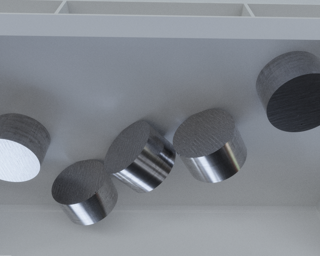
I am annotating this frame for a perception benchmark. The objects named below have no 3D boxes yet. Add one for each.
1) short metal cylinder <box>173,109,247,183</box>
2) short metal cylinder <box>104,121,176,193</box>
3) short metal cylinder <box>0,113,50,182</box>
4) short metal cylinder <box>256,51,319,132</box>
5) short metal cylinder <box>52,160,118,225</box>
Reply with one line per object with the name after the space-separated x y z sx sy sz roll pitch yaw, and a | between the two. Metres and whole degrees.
0.063 0.022 0.392 0.080 0.080 0.050 -21 127 16 | short metal cylinder
-0.026 0.037 0.404 0.080 0.080 0.050 -33 123 25 | short metal cylinder
-0.194 0.027 0.414 0.081 0.050 0.079 0 130 0 | short metal cylinder
0.158 -0.041 0.359 0.081 0.050 0.079 0 130 0 | short metal cylinder
-0.108 0.092 0.451 0.080 0.080 0.050 -10 129 8 | short metal cylinder
